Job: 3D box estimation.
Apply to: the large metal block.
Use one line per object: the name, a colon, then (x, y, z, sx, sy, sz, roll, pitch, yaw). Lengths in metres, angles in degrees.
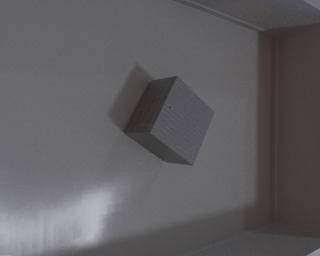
large metal block: (0.015, -0.008, 0.397, 0.080, 0.050, 0.080, 39, 66, -34)
